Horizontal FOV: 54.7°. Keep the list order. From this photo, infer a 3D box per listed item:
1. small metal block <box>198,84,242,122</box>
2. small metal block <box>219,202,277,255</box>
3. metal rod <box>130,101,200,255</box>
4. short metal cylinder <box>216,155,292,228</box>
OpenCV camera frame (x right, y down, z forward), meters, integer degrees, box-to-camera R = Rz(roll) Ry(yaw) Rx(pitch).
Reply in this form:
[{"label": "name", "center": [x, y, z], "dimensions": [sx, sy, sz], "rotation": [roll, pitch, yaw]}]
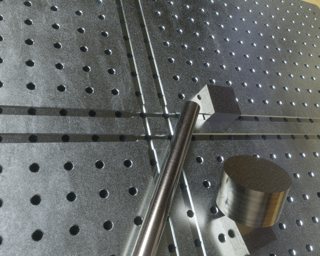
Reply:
[{"label": "small metal block", "center": [0.092, -0.038, 0.481], "dimensions": [0.050, 0.025, 0.050], "rotation": [3, 60, -27]}, {"label": "small metal block", "center": [0.111, 0.127, 0.390], "dimensions": [0.050, 0.025, 0.050], "rotation": [-11, 67, -33]}, {"label": "metal rod", "center": [0.003, 0.080, 0.360], "dimensions": [0.025, 0.025, 0.300], "rotation": [29, 52, -10]}, {"label": "short metal cylinder", "center": [0.114, 0.076, 0.383], "dimensions": [0.081, 0.050, 0.080], "rotation": [6, 25, -2]}]
